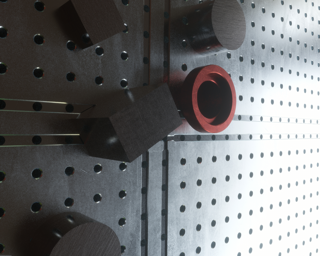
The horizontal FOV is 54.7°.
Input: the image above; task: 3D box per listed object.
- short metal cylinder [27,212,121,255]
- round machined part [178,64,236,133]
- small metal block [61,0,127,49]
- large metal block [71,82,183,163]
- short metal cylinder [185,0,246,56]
[{"bbox_3d":[-0.088,0.132,0.321,0.081,0.050,0.079,0,90,-40],"label":"short metal cylinder"},{"bbox_3d":[0.065,-0.042,0.455,0.099,0.042,0.097,0,90,-40],"label":"round machined part"},{"bbox_3d":[-0.073,-0.124,0.349,0.050,0.025,0.050,-39,114,-33],"label":"small metal block"},{"bbox_3d":[-0.037,-0.008,0.344,0.081,0.080,0.050,-36,113,-34],"label":"large metal block"},{"bbox_3d":[0.085,-0.153,0.466,0.081,0.050,0.079,0,90,-40],"label":"short metal cylinder"}]
